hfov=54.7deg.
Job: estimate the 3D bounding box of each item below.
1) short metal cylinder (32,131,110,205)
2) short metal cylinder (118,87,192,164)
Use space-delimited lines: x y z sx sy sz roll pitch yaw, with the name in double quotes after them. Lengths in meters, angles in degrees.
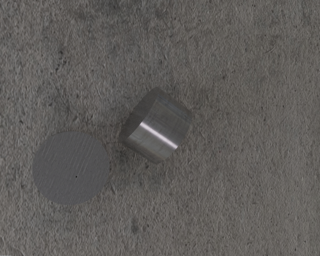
-0.103 0.043 0.358 0.081 0.050 0.080 0 90 -20 "short metal cylinder"
-0.006 -0.003 0.377 0.050 0.080 0.080 36 79 -17 "short metal cylinder"
